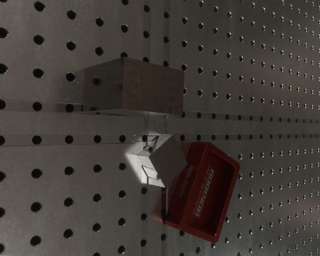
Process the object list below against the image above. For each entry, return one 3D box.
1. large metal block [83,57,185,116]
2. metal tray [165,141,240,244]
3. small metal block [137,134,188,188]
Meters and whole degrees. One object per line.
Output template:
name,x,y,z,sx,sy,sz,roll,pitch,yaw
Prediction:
large metal block,-0.030,-0.041,0.350,0.081,0.080,0.050,4,88,-40
metal tray,0.068,0.096,0.465,0.090,0.030,0.130,34,69,-35
small metal block,0.004,0.043,0.415,0.050,0.025,0.050,-41,115,-33
